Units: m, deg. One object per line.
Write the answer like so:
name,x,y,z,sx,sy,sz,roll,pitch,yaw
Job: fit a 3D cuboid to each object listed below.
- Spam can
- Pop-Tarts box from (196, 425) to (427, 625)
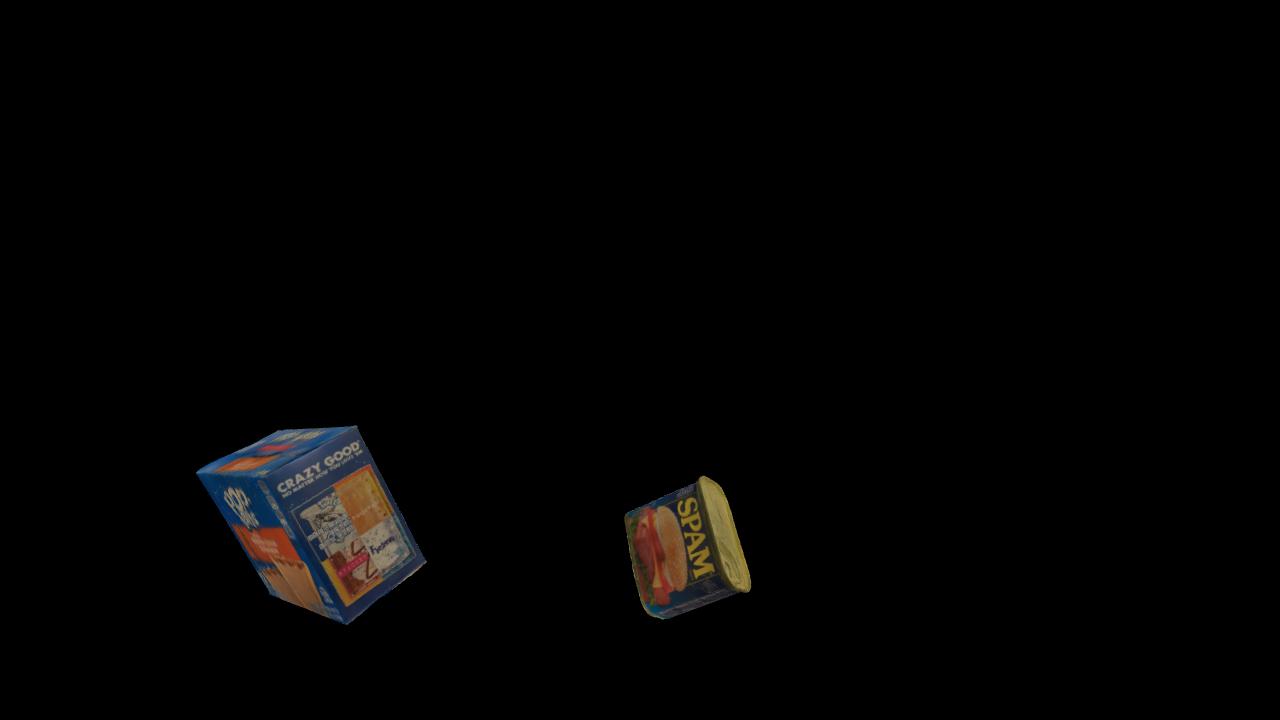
Spam can,0.040,0.167,0.546,0.085,0.101,0.058,-28,-38,20
Pop-Tarts box,-0.295,0.140,0.548,0.167,0.141,0.083,-7,20,39
